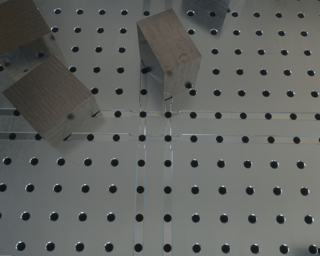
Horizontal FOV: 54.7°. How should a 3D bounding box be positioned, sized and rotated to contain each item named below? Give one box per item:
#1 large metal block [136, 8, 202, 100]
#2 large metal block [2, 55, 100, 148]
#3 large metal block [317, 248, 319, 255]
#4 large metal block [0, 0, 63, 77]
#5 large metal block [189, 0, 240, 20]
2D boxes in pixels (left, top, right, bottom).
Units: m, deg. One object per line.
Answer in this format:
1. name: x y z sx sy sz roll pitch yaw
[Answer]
1. large metal block: 0.010 -0.096 0.418 0.050 0.080 0.080 -24 72 -9
2. large metal block: -0.141 -0.035 0.410 0.080 0.050 0.080 -42 76 -14
3. large metal block: 0.215 0.170 0.323 0.050 0.080 0.080 1 70 0
4. large metal block: -0.202 -0.133 0.445 0.080 0.050 0.080 -30 73 -11
5. large metal block: 0.093 -0.231 0.484 0.080 0.050 0.080 34 73 11
